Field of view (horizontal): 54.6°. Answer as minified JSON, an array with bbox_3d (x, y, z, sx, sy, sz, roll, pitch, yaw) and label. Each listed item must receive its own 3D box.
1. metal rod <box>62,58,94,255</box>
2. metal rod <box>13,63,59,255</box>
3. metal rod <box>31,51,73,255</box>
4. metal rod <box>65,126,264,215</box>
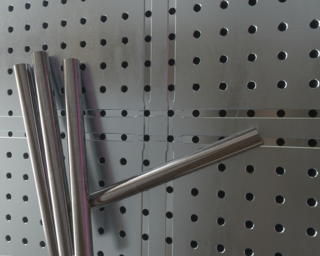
[{"bbox_3d":[-0.115,0.047,0.434,0.025,0.025,0.299,-10,79,20],"label":"metal rod"},{"bbox_3d":[-0.186,0.048,0.479,0.025,0.025,0.299,-14,85,19],"label":"metal rod"},{"bbox_3d":[-0.155,0.030,0.451,0.025,0.025,0.299,-16,78,19],"label":"metal rod"},{"bbox_3d":[-0.011,0.068,0.416,0.300,0.025,0.025,-24,82,18],"label":"metal rod"}]
